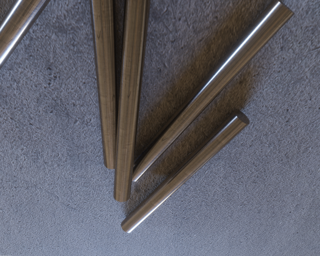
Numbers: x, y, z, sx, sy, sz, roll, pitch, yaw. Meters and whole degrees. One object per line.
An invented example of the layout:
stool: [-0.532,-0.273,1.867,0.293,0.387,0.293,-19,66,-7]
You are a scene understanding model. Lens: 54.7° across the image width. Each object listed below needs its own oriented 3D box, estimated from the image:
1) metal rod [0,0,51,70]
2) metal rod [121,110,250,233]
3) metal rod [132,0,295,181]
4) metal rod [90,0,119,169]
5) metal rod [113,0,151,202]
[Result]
metal rod: [-0.187,-0.074,0.342,0.025,0.025,0.299,37,121,-27]
metal rod: [0.023,0.081,0.476,0.025,0.025,0.298,26,125,-21]
metal rod: [0.041,-0.025,0.385,0.025,0.025,0.298,27,125,-21]
metal rod: [-0.060,-0.063,0.352,0.025,0.025,0.298,2,130,-2]
metal rod: [-0.038,-0.020,0.374,0.025,0.025,0.298,5,126,-5]
